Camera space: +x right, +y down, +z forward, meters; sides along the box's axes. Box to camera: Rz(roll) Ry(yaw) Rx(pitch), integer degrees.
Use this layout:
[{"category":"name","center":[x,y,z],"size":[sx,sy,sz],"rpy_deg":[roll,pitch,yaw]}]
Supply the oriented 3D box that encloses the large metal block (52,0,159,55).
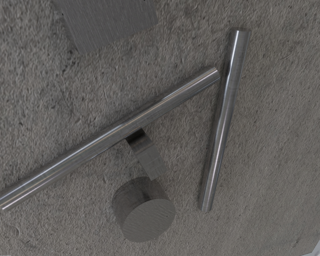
[{"category":"large metal block","center":[-0.057,-0.125,0.283],"size":[0.080,0.050,0.080],"rpy_deg":[-26,128,-12]}]

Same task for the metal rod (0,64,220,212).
[{"category":"metal rod","center":[-0.056,0.007,0.380],"size":[0.301,0.025,0.025],"rpy_deg":[-32,129,-8]}]

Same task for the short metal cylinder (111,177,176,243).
[{"category":"short metal cylinder","center":[-0.024,0.118,0.451],"size":[0.081,0.050,0.079],"rpy_deg":[-14,124,-21]}]

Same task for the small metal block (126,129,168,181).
[{"category":"small metal block","center":[-0.019,0.032,0.400],"size":[0.025,0.050,0.050],"rpy_deg":[-32,129,-8]}]

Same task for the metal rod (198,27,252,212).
[{"category":"metal rod","center":[0.089,0.006,0.459],"size":[0.025,0.025,0.298],"rpy_deg":[-9,123,-24]}]
